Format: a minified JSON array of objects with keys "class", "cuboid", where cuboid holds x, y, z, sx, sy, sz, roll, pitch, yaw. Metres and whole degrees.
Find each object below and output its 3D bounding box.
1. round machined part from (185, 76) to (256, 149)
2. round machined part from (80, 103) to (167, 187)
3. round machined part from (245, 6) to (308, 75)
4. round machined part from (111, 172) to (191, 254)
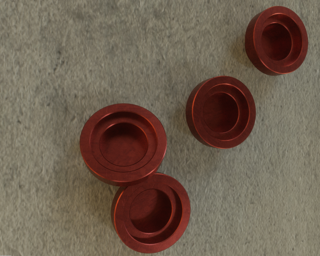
[{"class":"round machined part","cuboid":[0.080,-0.021,0.431,0.099,0.042,0.097,0,90,-21]},{"class":"round machined part","cuboid":[-0.043,0.023,0.371,0.099,0.042,0.098,3,64,-5]},{"class":"round machined part","cuboid":[0.168,-0.127,0.464,0.099,0.042,0.097,0,90,-21]},{"class":"round machined part","cuboid":[-0.014,0.104,0.396,0.099,0.042,0.097,0,90,-21]}]
